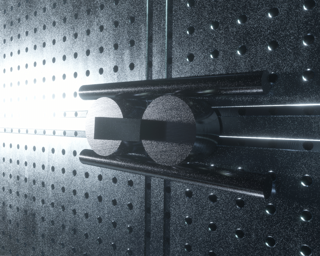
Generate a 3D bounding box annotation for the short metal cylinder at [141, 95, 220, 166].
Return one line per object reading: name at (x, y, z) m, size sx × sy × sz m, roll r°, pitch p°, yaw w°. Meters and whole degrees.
short metal cylinder at (0.023, 0.003, 0.369) m, size 0.080 × 0.050 × 0.079 m, roll 0°, pitch 90°, yaw 40°

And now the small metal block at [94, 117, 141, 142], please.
small metal block at (-0.049, 0.001, 0.368) m, size 0.050 × 0.050 × 0.025 m, roll 3°, pitch 92°, yaw -3°

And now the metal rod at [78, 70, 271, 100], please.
metal rod at (-0.007, -0.052, 0.411) m, size 0.300 × 0.025 × 0.025 m, roll 3°, pitch 92°, yaw 39°

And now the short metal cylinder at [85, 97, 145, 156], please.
short metal cylinder at (-0.060, -0.002, 0.439) m, size 0.080 × 0.050 × 0.079 m, roll 0°, pitch 90°, yaw 40°

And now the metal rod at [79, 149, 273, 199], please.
metal rod at (-0.006, 0.053, 0.410) m, size 0.300 × 0.025 × 0.025 m, roll 3°, pitch 92°, yaw 39°
